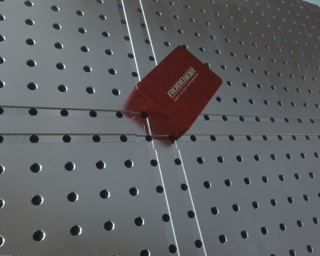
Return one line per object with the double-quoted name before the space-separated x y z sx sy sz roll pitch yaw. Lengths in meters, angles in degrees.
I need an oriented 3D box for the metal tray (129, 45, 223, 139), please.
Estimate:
"metal tray" 0.027 -0.057 0.454 0.090 0.030 0.131 40 51 -1
